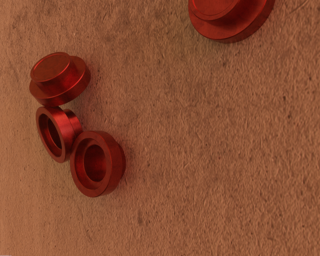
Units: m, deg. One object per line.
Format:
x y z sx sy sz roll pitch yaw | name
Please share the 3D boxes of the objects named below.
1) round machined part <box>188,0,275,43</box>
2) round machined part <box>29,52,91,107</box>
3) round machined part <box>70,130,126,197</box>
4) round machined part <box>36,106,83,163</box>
0.070 -0.145 0.336 0.098 0.042 0.097 0 90 40 | round machined part
-0.165 -0.084 0.496 0.098 0.042 0.098 -10 50 12 | round machined part
-0.090 0.052 0.468 0.098 0.042 0.097 0 90 40 | round machined part
-0.163 0.006 0.516 0.098 0.042 0.097 26 127 40 | round machined part
